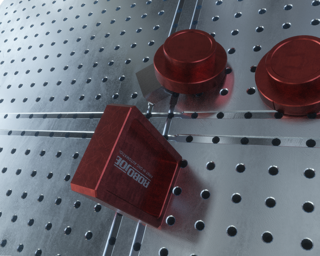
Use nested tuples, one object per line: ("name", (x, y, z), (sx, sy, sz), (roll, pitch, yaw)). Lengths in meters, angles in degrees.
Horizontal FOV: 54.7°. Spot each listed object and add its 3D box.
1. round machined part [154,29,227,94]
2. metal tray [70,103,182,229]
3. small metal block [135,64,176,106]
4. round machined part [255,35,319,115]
("round machined part", (0.040, -0.095, 0.414), (0.099, 0.042, 0.098), (-3, 53, 4))
("metal tray", (-0.025, 0.045, 0.325), (0.030, 0.130, 0.090), (8, 66, 31))
("small metal block", (-0.003, -0.068, 0.450), (0.050, 0.025, 0.050), (-27, 52, 10))
("round machined part", (0.159, -0.067, 0.355), (0.098, 0.042, 0.098), (-13, 56, 20))
